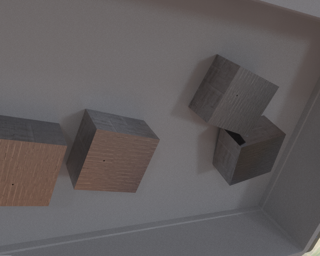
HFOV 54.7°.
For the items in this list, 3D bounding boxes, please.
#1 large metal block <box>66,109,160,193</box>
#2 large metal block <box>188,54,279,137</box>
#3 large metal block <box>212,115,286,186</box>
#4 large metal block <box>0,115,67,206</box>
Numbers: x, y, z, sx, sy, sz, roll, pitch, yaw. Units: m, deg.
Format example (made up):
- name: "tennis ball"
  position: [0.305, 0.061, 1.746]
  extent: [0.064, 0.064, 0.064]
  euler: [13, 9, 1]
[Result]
- name: "large metal block"
  position: [-0.059, 0.030, 0.379]
  extent: [0.081, 0.050, 0.079]
  euler: [11, 113, -33]
- name: "large metal block"
  position: [0.099, -0.042, 0.420]
  extent: [0.081, 0.050, 0.080]
  euler: [17, 110, -35]
- name: "large metal block"
  position: [0.135, 0.034, 0.481]
  extent: [0.081, 0.050, 0.079]
  euler: [-14, 132, -21]
- name: "large metal block"
  position: [-0.154, 0.036, 0.330]
  extent: [0.081, 0.050, 0.079]
  euler: [9, 114, -33]
